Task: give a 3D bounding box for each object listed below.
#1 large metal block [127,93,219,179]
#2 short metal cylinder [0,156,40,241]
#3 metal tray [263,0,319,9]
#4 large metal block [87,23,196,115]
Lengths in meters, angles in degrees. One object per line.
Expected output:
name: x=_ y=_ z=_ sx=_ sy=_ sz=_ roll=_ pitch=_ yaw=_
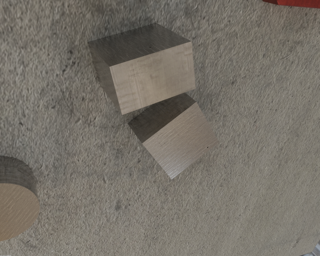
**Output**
large metal block: x=0.019 y=0.007 z=0.405 sx=0.080 sy=0.050 sz=0.080 roll=-38 pitch=129 yaw=-3
short metal cylinder: x=-0.179 y=0.078 z=0.341 sx=0.081 sy=0.050 sz=0.079 roll=-14 pitch=124 yaw=-21
metal tray: x=0.197 y=-0.200 z=0.388 sx=0.131 sy=0.030 sz=0.089 roll=-7 pitch=122 yaw=-25
large metal block: x=-0.020 y=-0.065 z=0.320 sx=0.081 sy=0.080 sz=0.050 roll=-21 pitch=127 yaw=-16
